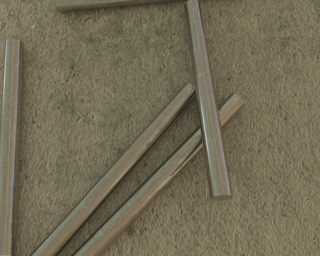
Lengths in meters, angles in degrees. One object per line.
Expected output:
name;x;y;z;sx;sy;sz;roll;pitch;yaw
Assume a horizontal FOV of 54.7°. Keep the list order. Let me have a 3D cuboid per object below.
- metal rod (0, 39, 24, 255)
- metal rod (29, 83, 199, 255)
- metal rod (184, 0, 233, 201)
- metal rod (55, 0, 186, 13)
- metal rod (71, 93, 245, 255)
metal rod;-0.194;0.017;0.400;0.025;0.025;0.299;-6;70;-2
metal rod;-0.052;0.055;0.387;0.025;0.025;0.301;38;74;12
metal rod;0.059;-0.056;0.408;0.025;0.025;0.299;-3;62;-1
metal rod;-0.008;-0.208;0.483;0.302;0.025;0.025;-7;70;-3
metal rod;0.001;0.063;0.384;0.025;0.025;0.301;42;75;14
